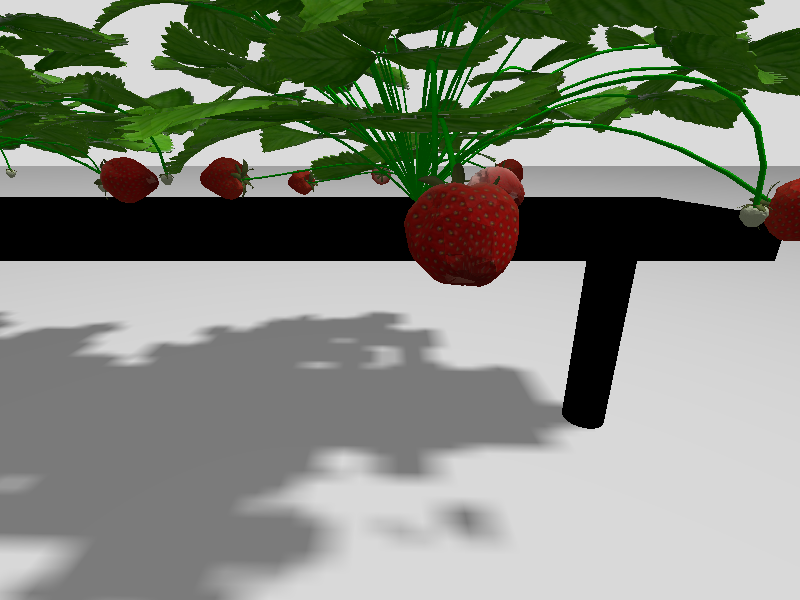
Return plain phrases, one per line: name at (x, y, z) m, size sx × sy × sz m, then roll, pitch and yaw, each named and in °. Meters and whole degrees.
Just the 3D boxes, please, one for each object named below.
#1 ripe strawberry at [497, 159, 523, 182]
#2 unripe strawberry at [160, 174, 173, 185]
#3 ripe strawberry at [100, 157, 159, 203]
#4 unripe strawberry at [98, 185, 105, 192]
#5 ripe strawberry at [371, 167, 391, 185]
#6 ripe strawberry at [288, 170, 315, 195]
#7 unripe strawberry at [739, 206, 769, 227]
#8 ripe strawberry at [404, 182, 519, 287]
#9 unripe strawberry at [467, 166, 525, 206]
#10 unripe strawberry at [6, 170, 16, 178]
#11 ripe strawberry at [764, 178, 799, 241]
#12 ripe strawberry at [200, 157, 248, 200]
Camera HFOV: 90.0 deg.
ripe strawberry at (0.131, -0.153, 0.483) m, size 0.038 × 0.033 × 0.038 m, roll 14°, pitch 24°, yaw 34°
unripe strawberry at (-0.207, -0.107, 0.356) m, size 0.010 × 0.010 × 0.009 m, roll -2°, pitch 20°, yaw -5°
ripe strawberry at (-0.220, -0.098, 0.329) m, size 0.037 × 0.036 × 0.040 m, roll 1°, pitch 20°, yaw 2°
unripe strawberry at (-0.312, -0.118, 0.422) m, size 0.010 × 0.010 × 0.009 m, roll -14°, pitch 24°, yaw -33°
ripe strawberry at (-0.025, -0.165, 0.533) m, size 0.027 × 0.024 × 0.024 m, roll -4°, pitch 6°, yaw -10°
ripe strawberry at (-0.100, -0.119, 0.405) m, size 0.025 × 0.024 × 0.027 m, roll 11°, pitch 23°, yaw 30°
unripe strawberry at (0.156, -0.037, 0.176) m, size 0.009 × 0.010 × 0.010 m, roll -16°, pitch 25°, yaw -37°
ripe strawberry at (0.018, -0.018, 0.119) m, size 0.034 × 0.031 × 0.030 m, roll 0°, pitch -33°, yaw -1°
unripe strawberry at (0.058, -0.064, 0.241) m, size 0.035 × 0.032 × 0.032 m, roll -8°, pitch 22°, yaw -22°
unripe strawberry at (-0.488, -0.159, 0.502) m, size 0.009 × 0.010 × 0.010 m, roll -6°, pitch 21°, yaw -16°
ripe strawberry at (0.191, -0.041, 0.187) m, size 0.031 × 0.030 × 0.028 m, roll 24°, pitch 30°, yaw 37°
ripe strawberry at (-0.157, -0.108, 0.357) m, size 0.036 × 0.036 × 0.040 m, roll 2°, pitch 20°, yaw 7°
